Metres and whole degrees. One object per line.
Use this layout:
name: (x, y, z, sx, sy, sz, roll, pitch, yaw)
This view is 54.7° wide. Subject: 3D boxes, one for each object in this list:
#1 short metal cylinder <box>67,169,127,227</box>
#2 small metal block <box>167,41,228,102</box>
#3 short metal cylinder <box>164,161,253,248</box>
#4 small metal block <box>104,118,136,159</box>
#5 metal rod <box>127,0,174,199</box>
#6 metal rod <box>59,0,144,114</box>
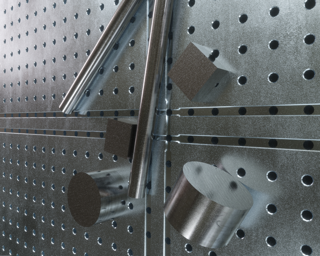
short metal cylinder: (-0.096, 0.105, 0.473, 0.080, 0.050, 0.079, 0, 90, 40)
small metal block: (0.044, -0.067, 0.373, 0.050, 0.025, 0.050, -52, 60, 27)
short metal cylinder: (0.051, 0.079, 0.332, 0.080, 0.081, 0.050, 38, 113, 33)
small metal block: (-0.053, 0.014, 0.454, 0.050, 0.025, 0.050, 15, 99, 39)
metal rod: (-0.012, -0.051, 0.419, 0.025, 0.025, 0.298, 14, 99, 39)
metal rod: (-0.080, -0.133, 0.475, 0.298, 0.025, 0.025, -50, 61, 28)
